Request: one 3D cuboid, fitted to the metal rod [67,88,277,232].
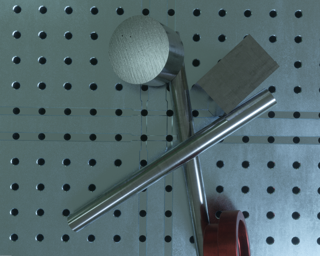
[{"bbox_3d":[0.009,0.045,0.392,0.300,0.025,0.025,-34,90,8],"label":"metal rod"}]

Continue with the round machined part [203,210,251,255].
[{"bbox_3d":[0.083,0.152,0.382,0.042,0.098,0.097,-9,90,22],"label":"round machined part"}]

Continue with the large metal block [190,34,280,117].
[{"bbox_3d":[0.088,-0.060,0.386,0.080,0.080,0.050,-43,90,0],"label":"large metal block"}]

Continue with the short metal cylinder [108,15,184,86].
[{"bbox_3d":[-0.016,-0.093,0.386,0.080,0.050,0.079,2,95,24],"label":"short metal cylinder"}]

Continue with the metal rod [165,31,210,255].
[{"bbox_3d":[0.037,0.022,0.413,0.025,0.025,0.298,-9,90,0],"label":"metal rod"}]
